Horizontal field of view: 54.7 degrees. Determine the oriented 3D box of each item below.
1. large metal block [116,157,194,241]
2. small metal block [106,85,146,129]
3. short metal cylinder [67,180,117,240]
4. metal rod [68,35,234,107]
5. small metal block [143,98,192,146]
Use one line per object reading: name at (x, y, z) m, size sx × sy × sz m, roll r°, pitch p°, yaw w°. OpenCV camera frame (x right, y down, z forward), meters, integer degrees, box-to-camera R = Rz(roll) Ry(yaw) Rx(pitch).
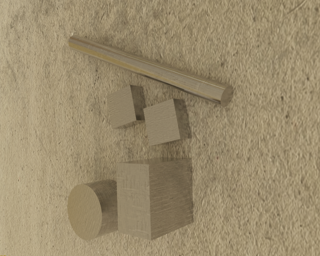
large metal block at (-0.004, 0.079, 0.371) m, size 0.050 × 0.081 × 0.079 m, roll -3°, pitch 88°, yaw 40°
small metal block at (-0.047, -0.029, 0.441) m, size 0.050 × 0.025 × 0.050 m, roll -18°, pitch 79°, yaw 38°
short metal cylinder at (-0.093, 0.120, 0.463) m, size 0.080 × 0.050 × 0.079 m, roll 0°, pitch 90°, yaw 39°
metal rod at (-0.034, -0.089, 0.430) m, size 0.300 × 0.025 × 0.025 m, roll 27°, pitch 107°, yaw 36°
small metal block at (0.009, -0.006, 0.396) m, size 0.050 × 0.025 × 0.050 m, roll -16°, pitch 80°, yaw 38°
